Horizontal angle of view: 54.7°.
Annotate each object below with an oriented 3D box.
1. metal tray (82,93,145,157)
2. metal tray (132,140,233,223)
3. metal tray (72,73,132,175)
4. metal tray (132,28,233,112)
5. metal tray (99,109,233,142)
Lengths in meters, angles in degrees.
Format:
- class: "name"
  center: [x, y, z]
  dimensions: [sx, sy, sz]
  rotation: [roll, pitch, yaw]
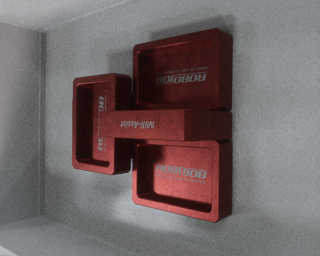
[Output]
- class: "metal tray"
  center: [-0.080, -0.003, 0.463]
  dimensions: [0.130, 0.030, 0.089]
  rotation: [1, 90, 39]
- class: "metal tray"
  center: [0.023, 0.056, 0.381]
  dimensions: [0.130, 0.030, 0.089]
  rotation: [1, 91, 39]
- class: "metal tray"
  center: [-0.081, -0.006, 0.426]
  dimensions: [0.090, 0.030, 0.129]
  rotation: [2, 91, 39]
- class: "metal tray"
  center: [0.023, -0.064, 0.381]
  dimensions: [0.130, 0.030, 0.089]
  rotation: [1, 91, 39]
- class: "metal tray"
  center: [0.005, -0.004, 0.356]
  dimensions: [0.130, 0.091, 0.030]
  rotation: [1, 91, 39]
